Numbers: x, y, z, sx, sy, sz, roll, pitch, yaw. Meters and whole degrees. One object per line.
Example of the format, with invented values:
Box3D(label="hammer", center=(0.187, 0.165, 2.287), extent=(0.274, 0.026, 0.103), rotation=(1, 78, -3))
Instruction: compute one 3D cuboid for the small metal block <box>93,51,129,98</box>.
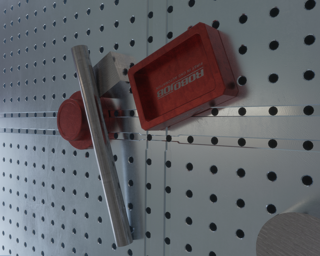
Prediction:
Box3D(label="small metal block", center=(-0.074, -0.080, 0.470), extent=(0.050, 0.025, 0.050), rotation=(-31, 71, 35))

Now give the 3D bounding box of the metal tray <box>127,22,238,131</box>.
Box3D(label="metal tray", center=(0.022, -0.058, 0.387), extent=(0.130, 0.030, 0.090), rotation=(-24, 75, 37))

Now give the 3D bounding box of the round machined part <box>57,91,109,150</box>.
Box3D(label="round machined part", center=(-0.132, -0.013, 0.507), extent=(0.098, 0.042, 0.097), rotation=(0, 90, 40))

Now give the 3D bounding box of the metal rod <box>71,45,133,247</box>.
Box3D(label="metal rod", center=(-0.087, 0.024, 0.460), extent=(0.025, 0.025, 0.298), rotation=(-16, 86, 39))

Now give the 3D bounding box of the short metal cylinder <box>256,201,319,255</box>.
Box3D(label="short metal cylinder", center=(0.136, 0.111, 0.281), extent=(0.080, 0.050, 0.079), rotation=(0, 90, 40))
